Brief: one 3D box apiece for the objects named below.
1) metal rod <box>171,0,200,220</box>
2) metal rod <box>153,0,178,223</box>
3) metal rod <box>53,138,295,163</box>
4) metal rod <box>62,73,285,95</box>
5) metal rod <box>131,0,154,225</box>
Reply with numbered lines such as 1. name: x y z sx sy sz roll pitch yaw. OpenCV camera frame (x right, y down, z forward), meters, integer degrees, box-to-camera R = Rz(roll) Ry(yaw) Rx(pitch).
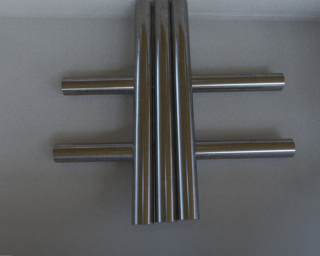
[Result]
1. metal rod: 0.029 -0.038 0.395 0.025 0.025 0.299 -1 70 0
2. metal rod: 0.005 -0.036 0.394 0.025 0.025 0.299 -1 70 0
3. metal rod: 0.018 0.029 0.398 0.302 0.025 0.025 -1 70 -1
4. metal rod: 0.019 -0.061 0.431 0.302 0.025 0.025 -1 70 -1
5. metal rod: -0.021 -0.034 0.393 0.025 0.025 0.299 -1 70 0
